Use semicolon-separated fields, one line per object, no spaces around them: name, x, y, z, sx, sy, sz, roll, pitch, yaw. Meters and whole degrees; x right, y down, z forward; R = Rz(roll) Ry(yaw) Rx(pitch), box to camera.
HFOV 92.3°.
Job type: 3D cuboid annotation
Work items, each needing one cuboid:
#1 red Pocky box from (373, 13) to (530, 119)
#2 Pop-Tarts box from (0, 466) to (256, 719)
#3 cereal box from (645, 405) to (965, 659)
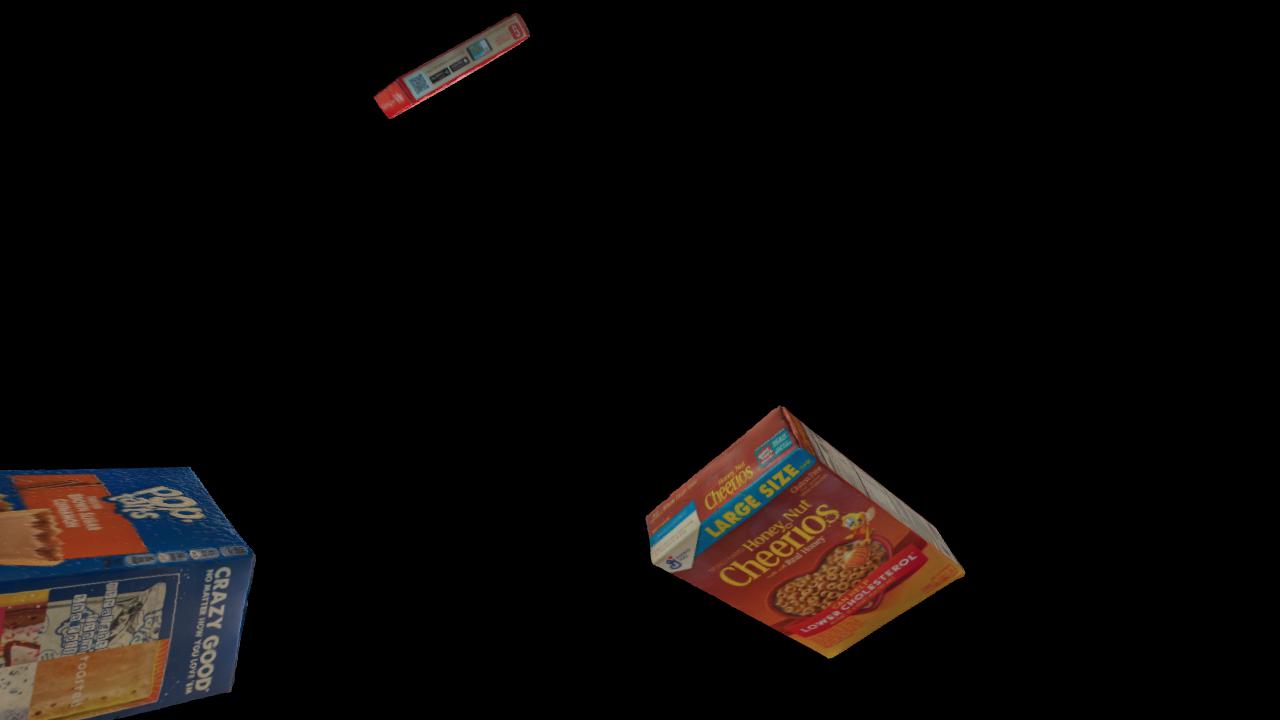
red Pocky box;-0.192;-0.300;0.629;0.155;0.028;0.083;-44;32;-23
Pop-Tarts box;-0.321;0.122;0.341;0.167;0.083;0.141;15;3;43
cereal box;0.183;0.205;0.681;0.306;0.203;0.081;36;22;-26
